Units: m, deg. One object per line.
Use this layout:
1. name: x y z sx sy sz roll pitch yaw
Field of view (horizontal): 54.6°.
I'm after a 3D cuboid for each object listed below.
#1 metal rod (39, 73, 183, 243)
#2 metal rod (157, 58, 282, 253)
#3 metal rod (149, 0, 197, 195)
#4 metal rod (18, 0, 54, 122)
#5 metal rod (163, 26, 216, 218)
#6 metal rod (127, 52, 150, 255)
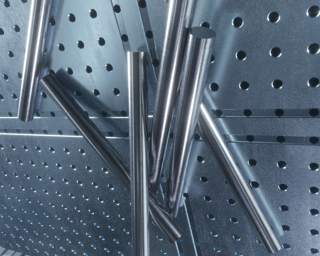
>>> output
1. metal rod: -0.072 0.043 0.453 0.300 0.025 0.025 50 129 1
2. metal rod: 0.082 0.039 0.392 0.025 0.025 0.299 -20 108 36
3. metal rod: 0.004 -0.014 0.375 0.025 0.025 0.298 23 135 14
4. metal rod: -0.169 -0.122 0.425 0.025 0.025 0.298 33 129 6
5. metal rod: 0.027 0.022 0.385 0.025 0.025 0.298 21 134 16
6. metal rod: -0.027 0.052 0.410 0.025 0.025 0.298 7 107 24
